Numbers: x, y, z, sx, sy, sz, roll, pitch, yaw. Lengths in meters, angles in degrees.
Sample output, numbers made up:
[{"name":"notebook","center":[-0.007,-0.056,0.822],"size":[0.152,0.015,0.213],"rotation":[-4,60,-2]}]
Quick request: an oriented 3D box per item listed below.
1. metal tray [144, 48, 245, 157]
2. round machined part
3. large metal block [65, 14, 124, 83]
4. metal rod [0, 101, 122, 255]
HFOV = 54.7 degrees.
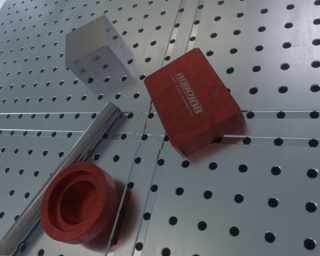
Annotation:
[{"name":"metal tray","center":[0.040,-0.038,0.407],"size":[0.090,0.030,0.130],"rotation":[-30,52,9]},{"name":"round machined part","center":[-0.097,0.096,0.390],"size":[0.098,0.042,0.098],"rotation":[-13,56,21]},{"name":"large metal block","center":[-0.114,-0.136,0.536],"size":[0.080,0.050,0.080],"rotation":[-22,54,15]},{"name":"metal rod","center":[-0.153,0.087,0.435],"size":[0.025,0.025,0.300],"rotation":[27,76,37]}]
